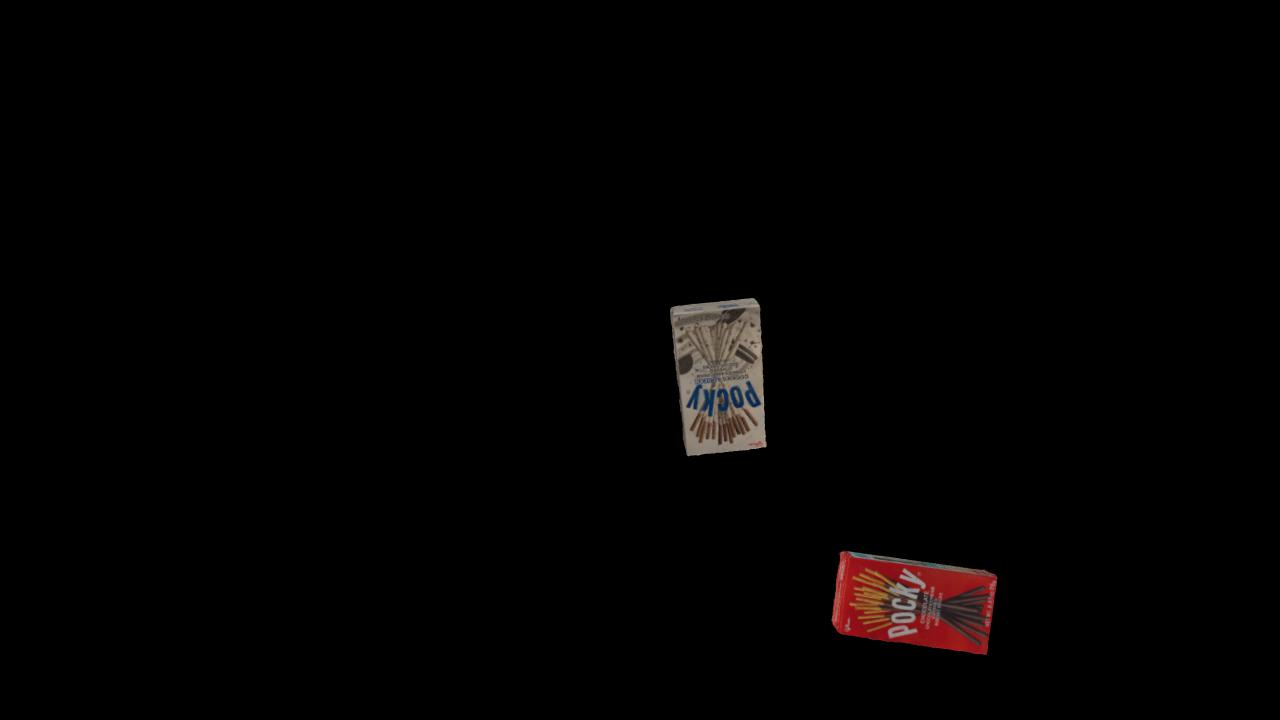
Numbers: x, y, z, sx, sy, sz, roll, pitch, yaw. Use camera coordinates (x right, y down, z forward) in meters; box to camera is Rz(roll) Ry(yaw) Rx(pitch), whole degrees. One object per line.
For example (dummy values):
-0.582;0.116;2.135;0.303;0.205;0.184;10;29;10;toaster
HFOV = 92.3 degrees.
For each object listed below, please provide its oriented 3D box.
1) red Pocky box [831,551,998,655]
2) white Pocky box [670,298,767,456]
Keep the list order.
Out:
0.283;0.251;0.638;0.155;0.083;0.028;7;1;2;red Pocky box
0.078;0.019;0.602;0.084;0.154;0.028;-6;22;2;white Pocky box
